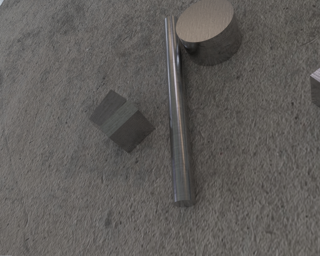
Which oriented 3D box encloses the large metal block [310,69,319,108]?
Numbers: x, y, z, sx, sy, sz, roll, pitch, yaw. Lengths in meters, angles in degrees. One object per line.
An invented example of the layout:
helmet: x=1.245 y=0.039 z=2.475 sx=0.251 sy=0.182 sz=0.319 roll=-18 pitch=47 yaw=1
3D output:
large metal block: x=0.210 y=-0.040 z=0.302 sx=0.080 sy=0.050 sz=0.080 roll=-38 pitch=51 yaw=3

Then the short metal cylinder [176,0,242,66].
short metal cylinder: x=0.069 y=-0.134 z=0.434 sx=0.080 sy=0.050 sz=0.080 roll=-13 pitch=56 yaw=21

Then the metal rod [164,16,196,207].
metal rod: x=0.023 y=-0.044 z=0.418 sx=0.025 sy=0.025 sz=0.299 roll=-15 pitch=56 yaw=20

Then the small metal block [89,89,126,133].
small metal block: x=-0.071 y=-0.021 z=0.434 sx=0.025 sy=0.050 sz=0.050 roll=34 pitch=79 yaw=3

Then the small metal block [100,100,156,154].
small metal block: x=-0.042 y=-0.001 z=0.410 sx=0.050 sy=0.050 sz=0.025 roll=-44 pitch=51 yaw=-2
